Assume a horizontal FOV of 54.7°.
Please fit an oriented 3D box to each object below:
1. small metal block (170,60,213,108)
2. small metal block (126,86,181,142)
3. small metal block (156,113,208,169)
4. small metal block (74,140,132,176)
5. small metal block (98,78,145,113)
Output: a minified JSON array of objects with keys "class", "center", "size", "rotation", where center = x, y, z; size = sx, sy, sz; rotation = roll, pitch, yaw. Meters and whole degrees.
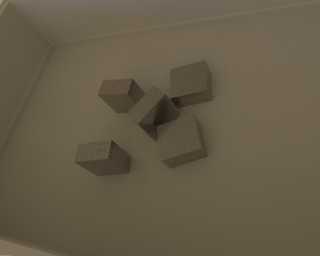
[{"class":"small metal block","center":[0.042,-0.059,0.419],"size":[0.050,0.025,0.050],"rotation":[-11,57,21]},{"class":"small metal block","center":[-0.007,-0.018,0.403],"size":[0.050,0.050,0.025],"rotation":[-47,52,-5]},{"class":"small metal block","center":[0.026,0.016,0.381],"size":[0.050,0.025,0.050],"rotation":[-19,54,16]},{"class":"small metal block","center":[-0.073,0.040,0.401],"size":[0.050,0.050,0.025],"rotation":[-8,58,23]},{"class":"small metal block","center":[-0.051,-0.045,0.442],"size":[0.050,0.050,0.025],"rotation":[2,63,28]}]
